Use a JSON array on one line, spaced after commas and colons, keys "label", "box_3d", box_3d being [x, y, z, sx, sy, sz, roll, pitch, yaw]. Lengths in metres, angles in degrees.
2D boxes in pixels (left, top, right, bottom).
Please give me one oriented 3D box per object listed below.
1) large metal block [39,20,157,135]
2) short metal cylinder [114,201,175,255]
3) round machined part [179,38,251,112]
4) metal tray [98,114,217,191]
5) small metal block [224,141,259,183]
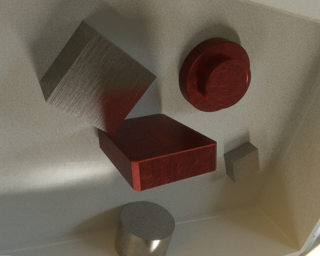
[{"label": "large metal block", "box_3d": [-0.065, -0.051, 0.326, 0.080, 0.050, 0.080, 31, 101, -38]}, {"label": "short metal cylinder", "box_3d": [-0.023, 0.154, 0.458, 0.081, 0.080, 0.050, 0, 118, -29]}, {"label": "round machined part", "box_3d": [0.078, -0.064, 0.403, 0.099, 0.042, 0.097, -14, 125, -21]}, {"label": "metal tray", "box_3d": [-0.009, 0.019, 0.347, 0.091, 0.130, 0.030, -11, 110, -23]}, {"label": "small metal block", "box_3d": [0.138, 0.058, 0.523, 0.050, 0.025, 0.050, -26, 128, -13]}]
